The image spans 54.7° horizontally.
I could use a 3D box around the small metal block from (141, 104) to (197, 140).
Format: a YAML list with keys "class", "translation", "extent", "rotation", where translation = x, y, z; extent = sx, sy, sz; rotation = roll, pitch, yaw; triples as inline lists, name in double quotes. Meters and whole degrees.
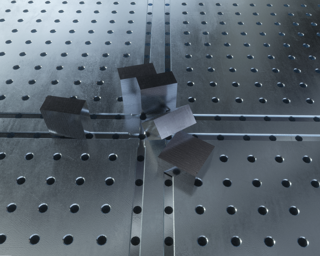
- class: "small metal block"
  translation: [0.010, -0.006, 0.394]
  extent: [0.050, 0.050, 0.025]
  rotation: [-25, 95, -20]

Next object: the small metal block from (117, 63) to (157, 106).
- class: "small metal block"
  translation: [-0.032, -0.062, 0.443]
  extent: [0.050, 0.050, 0.025]
  rotation: [-11, 51, -10]

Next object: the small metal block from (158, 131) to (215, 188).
- class: "small metal block"
  translation: [0.032, 0.036, 0.378]
  extent: [0.050, 0.025, 0.050]
  rotation: [26, 54, 19]

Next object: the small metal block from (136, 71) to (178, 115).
- class: "small metal block"
  translation: [-0.005, -0.048, 0.432]
  extent: [0.050, 0.050, 0.025]
  rotation: [-12, 52, -10]

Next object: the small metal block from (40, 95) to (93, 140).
- class: "small metal block"
  translation: [-0.120, -0.013, 0.401]
  extent: [0.050, 0.050, 0.025]
  rotation: [8, 51, 6]
